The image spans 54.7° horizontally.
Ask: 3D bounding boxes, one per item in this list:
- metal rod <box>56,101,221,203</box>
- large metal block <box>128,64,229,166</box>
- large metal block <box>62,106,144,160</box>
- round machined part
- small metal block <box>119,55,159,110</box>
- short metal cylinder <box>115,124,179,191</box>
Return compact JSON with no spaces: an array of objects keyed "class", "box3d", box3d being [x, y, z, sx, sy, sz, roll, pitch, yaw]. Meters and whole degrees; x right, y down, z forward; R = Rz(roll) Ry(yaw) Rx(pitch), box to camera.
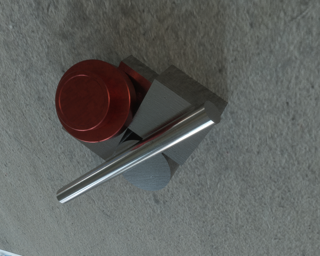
[{"class":"metal rod","box3d":[-0.050,0.045,0.396,0.299,0.025,0.025,-31,101,38]},{"class":"large metal block","box3d":[0.021,-0.015,0.371,0.080,0.050,0.079,36,129,4]},{"class":"large metal block","box3d":[-0.076,-0.014,0.421,0.080,0.050,0.079,36,129,3]},{"class":"round machined part","box3d":[-0.081,-0.031,0.362,0.098,0.042,0.097,1,93,17]},{"class":"small metal block","box3d":[-0.031,-0.054,0.389,0.050,0.025,0.050,37,129,3]},{"class":"short metal cylinder","box3d":[-0.013,0.038,0.420,0.080,0.050,0.079,13,124,20]}]
